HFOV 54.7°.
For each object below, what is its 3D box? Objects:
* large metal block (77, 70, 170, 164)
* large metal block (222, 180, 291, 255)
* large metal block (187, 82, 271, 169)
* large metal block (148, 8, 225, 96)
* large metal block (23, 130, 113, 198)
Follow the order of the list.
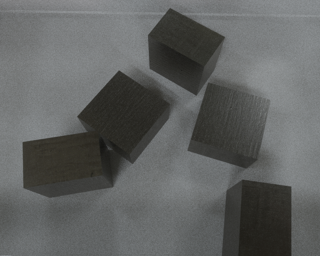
[{"bbox_3d":[-0.044,-0.013,0.401,0.080,0.050,0.080,35,73,11],"label":"large metal block"},{"bbox_3d":[0.104,0.107,0.343,0.050,0.080,0.080,8,70,2],"label":"large metal block"},{"bbox_3d":[0.087,-0.002,0.398,0.080,0.050,0.080,17,71,5],"label":"large metal block"},{"bbox_3d":[0.032,-0.099,0.417,0.080,0.080,0.050,32,73,10],"label":"large metal block"},{"bbox_3d":[-0.103,0.045,0.363,0.081,0.080,0.050,-9,71,-4],"label":"large metal block"}]
